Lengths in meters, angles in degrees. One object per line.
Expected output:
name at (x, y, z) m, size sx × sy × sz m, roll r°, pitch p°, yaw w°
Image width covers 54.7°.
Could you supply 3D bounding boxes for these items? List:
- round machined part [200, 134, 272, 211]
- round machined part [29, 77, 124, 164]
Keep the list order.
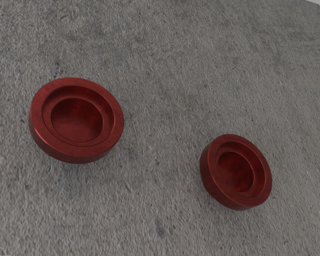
round machined part at (0.094, 0.060, 0.406) m, size 0.099 × 0.042 × 0.098 m, roll 14°, pitch 56°, yaw -21°
round machined part at (-0.094, -0.005, 0.345) m, size 0.099 × 0.042 × 0.098 m, roll 14°, pitch 56°, yaw -21°
